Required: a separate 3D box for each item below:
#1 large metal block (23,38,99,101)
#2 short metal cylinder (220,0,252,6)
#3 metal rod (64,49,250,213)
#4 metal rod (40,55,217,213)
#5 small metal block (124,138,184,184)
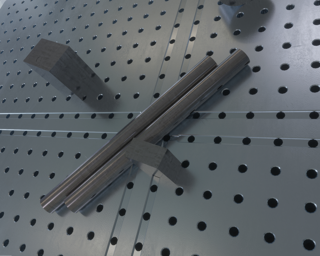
[{"bbox_3d":[-0.164,-0.098,0.519,0.080,0.080,0.050,23,75,36],"label":"large metal block"},{"bbox_3d":[0.112,-0.230,0.455,0.080,0.080,0.050,-25,53,13],"label":"short metal cylinder"},{"bbox_3d":[-0.004,0.003,0.407,0.300,0.025,0.025,-41,51,0],"label":"metal rod"},{"bbox_3d":[-0.041,0.008,0.424,0.300,0.025,0.025,-41,51,0],"label":"metal rod"},{"bbox_3d":[-0.007,0.039,0.372,0.050,0.050,0.025,16,70,34],"label":"small metal block"}]
